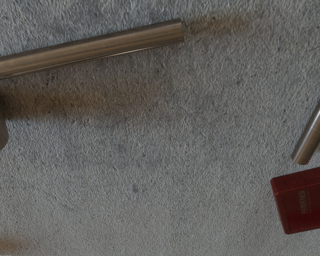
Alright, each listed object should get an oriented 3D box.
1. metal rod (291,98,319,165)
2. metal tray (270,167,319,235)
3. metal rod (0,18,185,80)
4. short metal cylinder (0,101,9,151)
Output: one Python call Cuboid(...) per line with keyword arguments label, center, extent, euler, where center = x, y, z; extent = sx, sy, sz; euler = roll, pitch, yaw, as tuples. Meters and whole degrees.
Cuboid(label="metal rod", center=(0.215, -0.069, 0.351), extent=(0.025, 0.025, 0.298), euler=(3, 130, -3))
Cuboid(label="metal tray", center=(0.241, 0.123, 0.512), extent=(0.090, 0.030, 0.130), euler=(-17, 129, 13))
Cuboid(label="metal rod", center=(-0.124, -0.076, 0.340), extent=(0.301, 0.025, 0.025), euler=(-10, 130, 7))
Cuboid(label="short metal cylinder", center=(-0.227, -0.003, 0.365), extent=(0.081, 0.080, 0.050), euler=(5, 130, -5))
